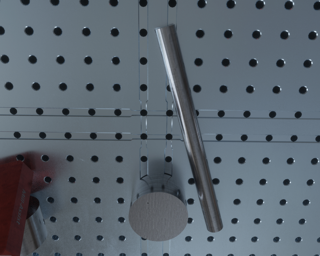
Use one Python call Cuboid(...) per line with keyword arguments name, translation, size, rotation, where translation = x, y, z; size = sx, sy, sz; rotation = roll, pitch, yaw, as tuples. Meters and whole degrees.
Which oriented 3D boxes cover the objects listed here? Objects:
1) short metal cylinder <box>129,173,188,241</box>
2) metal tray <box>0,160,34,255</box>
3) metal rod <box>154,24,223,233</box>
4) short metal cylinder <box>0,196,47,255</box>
Cuboid(name="short metal cylinder", translation=(-0.002, 0.112, 0.441), size=(0.081, 0.050, 0.079), rotation=(0, 110, 0))
Cuboid(name="metal tray", translation=(-0.220, 0.110, 0.397), size=(0.090, 0.130, 0.030), rotation=(-14, 139, 5))
Cuboid(name="metal rod", translation=(0.044, 0.015, 0.418), size=(0.025, 0.025, 0.298), rotation=(-14, 110, 5))
Cuboid(name="short metal cylinder", translation=(-0.205, 0.138, 0.433), size=(0.080, 0.080, 0.050), rotation=(-6, 110, 2))
